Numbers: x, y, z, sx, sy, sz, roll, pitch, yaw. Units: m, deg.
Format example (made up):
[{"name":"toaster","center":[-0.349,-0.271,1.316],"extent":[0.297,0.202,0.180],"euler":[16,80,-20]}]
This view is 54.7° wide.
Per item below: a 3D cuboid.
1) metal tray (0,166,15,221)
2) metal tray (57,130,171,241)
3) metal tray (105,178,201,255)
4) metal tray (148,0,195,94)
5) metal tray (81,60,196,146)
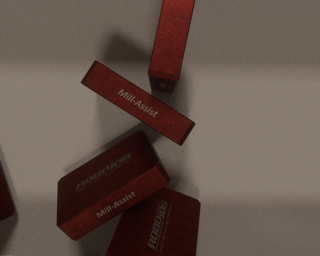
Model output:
[{"name":"metal tray","center":[-0.241,0.083,0.355],"extent":[0.030,0.131,0.090],"euler":[-18,90,22]},{"name":"metal tray","center":[-0.061,0.064,0.376],"extent":[0.130,0.090,0.030],"euler":[-32,120,-1]},{"name":"metal tray","center":[-0.004,0.121,0.360],"extent":[0.090,0.130,0.030],"euler":[22,119,0]},{"name":"metal tray","center":[0.012,-0.092,0.359],"extent":[0.030,0.130,0.089],"euler":[12,90,0]},{"name":"metal tray","center":[-0.024,-0.027,0.378],"extent":[0.130,0.090,0.030],"euler":[32,90,-1]}]
